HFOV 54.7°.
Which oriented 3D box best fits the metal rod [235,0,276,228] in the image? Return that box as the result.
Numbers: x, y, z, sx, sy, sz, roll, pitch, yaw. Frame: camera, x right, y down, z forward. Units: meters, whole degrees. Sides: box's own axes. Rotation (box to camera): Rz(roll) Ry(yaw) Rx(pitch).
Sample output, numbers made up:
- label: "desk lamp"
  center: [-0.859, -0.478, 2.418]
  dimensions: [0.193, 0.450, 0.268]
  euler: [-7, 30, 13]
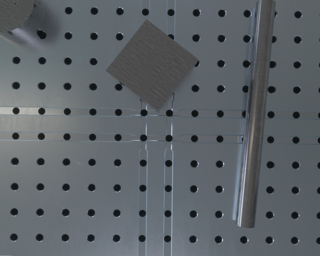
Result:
- label: "metal rod"
  center: [0.128, -0.019, 0.414]
  dimensions: [0.025, 0.025, 0.298]
  euler: [5, 90, 0]

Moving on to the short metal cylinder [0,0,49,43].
- label: "short metal cylinder"
  center: [-0.193, -0.156, 0.399]
  dimensions: [0.081, 0.050, 0.079]
  euler: [0, 90, 0]

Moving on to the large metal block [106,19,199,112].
- label: "large metal block"
  center: [-0.009, -0.077, 0.401]
  dimensions: [0.080, 0.050, 0.080]
  euler: [38, 90, 0]
